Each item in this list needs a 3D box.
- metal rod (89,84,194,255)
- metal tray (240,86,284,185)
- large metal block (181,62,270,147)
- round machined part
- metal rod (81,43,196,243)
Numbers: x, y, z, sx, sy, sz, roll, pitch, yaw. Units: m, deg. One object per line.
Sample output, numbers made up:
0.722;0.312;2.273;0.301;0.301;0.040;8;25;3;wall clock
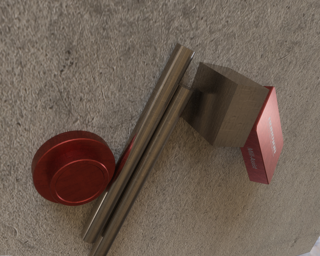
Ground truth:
-0.033;0.075;0.436;0.025;0.025;0.298;15;110;-35;metal rod
0.154;0.012;0.469;0.090;0.030;0.130;-57;138;-32;metal tray
0.079;-0.031;0.397;0.050;0.080;0.079;4;117;-30;large metal block
-0.101;0.055;0.376;0.099;0.042;0.097;-14;125;-21;round machined part
-0.036;0.031;0.407;0.025;0.025;0.298;16;110;-35;metal rod
